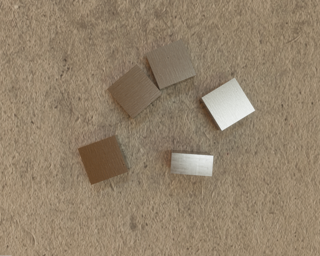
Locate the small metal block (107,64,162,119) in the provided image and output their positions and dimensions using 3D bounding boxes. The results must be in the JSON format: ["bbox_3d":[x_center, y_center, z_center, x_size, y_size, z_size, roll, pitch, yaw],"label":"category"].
[{"bbox_3d":[-0.033,-0.047,0.410,0.050,0.025,0.050,-41,90,0],"label":"small metal block"}]

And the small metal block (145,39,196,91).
[{"bbox_3d":[0.014,-0.082,0.410,0.050,0.025,0.050,-22,90,0],"label":"small metal block"}]

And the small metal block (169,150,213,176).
[{"bbox_3d":[0.038,0.044,0.398,0.050,0.050,0.025,4,90,0],"label":"small metal block"}]

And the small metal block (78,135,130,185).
[{"bbox_3d":[-0.073,0.041,0.409,0.050,0.025,0.050,-20,90,0],"label":"small metal block"}]

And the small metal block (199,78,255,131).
[{"bbox_3d":[0.088,-0.031,0.411,0.050,0.025,0.050,-32,90,0],"label":"small metal block"}]
